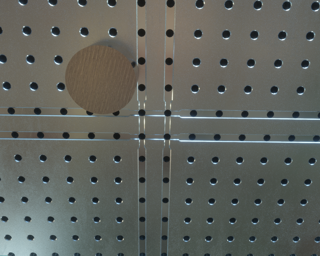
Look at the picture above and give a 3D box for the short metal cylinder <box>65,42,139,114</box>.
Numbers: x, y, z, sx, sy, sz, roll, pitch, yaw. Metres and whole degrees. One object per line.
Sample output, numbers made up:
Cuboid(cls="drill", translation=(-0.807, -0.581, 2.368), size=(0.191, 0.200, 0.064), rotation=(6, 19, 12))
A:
Cuboid(cls="short metal cylinder", translation=(-0.068, -0.062, 0.376), size=(0.081, 0.050, 0.079), rotation=(0, 110, -1))
